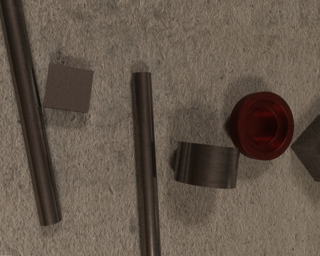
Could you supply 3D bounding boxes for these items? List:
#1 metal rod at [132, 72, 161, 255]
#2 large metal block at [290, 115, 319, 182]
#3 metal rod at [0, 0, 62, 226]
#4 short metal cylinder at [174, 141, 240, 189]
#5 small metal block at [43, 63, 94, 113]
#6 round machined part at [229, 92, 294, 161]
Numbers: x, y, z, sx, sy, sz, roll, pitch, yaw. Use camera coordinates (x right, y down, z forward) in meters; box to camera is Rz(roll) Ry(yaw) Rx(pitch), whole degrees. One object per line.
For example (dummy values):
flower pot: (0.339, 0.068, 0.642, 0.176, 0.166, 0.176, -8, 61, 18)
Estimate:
metal rod: (-0.016, 0.078, 0.404, 0.025, 0.025, 0.298, -4, 91, -20)
large metal block: (0.273, 0.034, 0.499, 0.080, 0.050, 0.080, -43, 104, -15)
metal rod: (-0.151, -0.037, 0.353, 0.025, 0.025, 0.298, -11, 94, -20)
short metal cylinder: (0.061, 0.047, 0.404, 0.081, 0.080, 0.050, 8, 88, -20)
small metal block: (-0.109, -0.046, 0.369, 0.050, 0.025, 0.050, 8, 87, -20)
round machined part: (0.143, -0.003, 0.455, 0.099, 0.042, 0.097, 0, 90, -21)
